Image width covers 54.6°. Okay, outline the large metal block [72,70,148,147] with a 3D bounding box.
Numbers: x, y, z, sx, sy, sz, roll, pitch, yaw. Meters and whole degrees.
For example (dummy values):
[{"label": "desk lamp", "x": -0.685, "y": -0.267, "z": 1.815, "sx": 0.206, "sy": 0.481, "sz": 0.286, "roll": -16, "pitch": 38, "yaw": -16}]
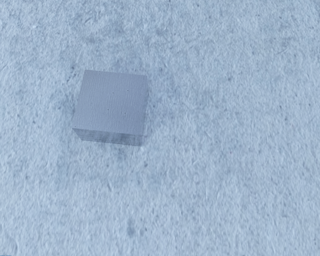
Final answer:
[{"label": "large metal block", "x": -0.060, "y": -0.025, "z": 0.404, "sx": 0.080, "sy": 0.050, "sz": 0.080, "roll": 6, "pitch": 70, "yaw": 2}]
